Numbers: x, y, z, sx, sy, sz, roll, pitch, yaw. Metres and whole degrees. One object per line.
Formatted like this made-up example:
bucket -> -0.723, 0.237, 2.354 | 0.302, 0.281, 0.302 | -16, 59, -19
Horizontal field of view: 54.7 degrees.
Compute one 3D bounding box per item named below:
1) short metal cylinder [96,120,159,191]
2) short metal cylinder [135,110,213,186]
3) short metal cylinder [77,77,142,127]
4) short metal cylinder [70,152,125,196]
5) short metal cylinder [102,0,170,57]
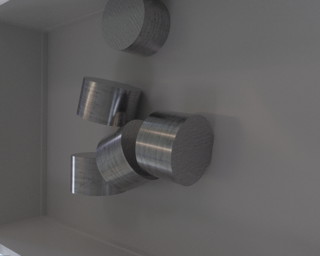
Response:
short metal cylinder -> -0.034, 0.035, 0.400 | 0.050, 0.081, 0.080 | -29, 72, 36
short metal cylinder -> 0.018, 0.021, 0.356 | 0.050, 0.081, 0.079 | 11, 97, 39
short metal cylinder -> -0.070, -0.037, 0.429 | 0.080, 0.081, 0.050 | 23, 105, 37
short metal cylinder -> -0.086, 0.063, 0.442 | 0.080, 0.081, 0.050 | 2, 91, 40
short metal cylinder -> -0.033, -0.141, 0.418 | 0.080, 0.050, 0.080 | 0, 90, 40
